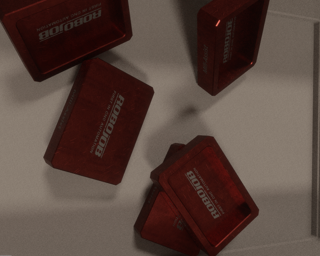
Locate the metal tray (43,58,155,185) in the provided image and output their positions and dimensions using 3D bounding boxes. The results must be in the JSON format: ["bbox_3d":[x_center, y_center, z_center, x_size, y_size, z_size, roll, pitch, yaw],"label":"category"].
[{"bbox_3d":[-0.069,-0.006,0.370,0.090,0.030,0.130,25,81,-35],"label":"metal tray"}]

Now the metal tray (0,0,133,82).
[{"bbox_3d":[-0.097,-0.116,0.341,0.131,0.090,0.030,-31,60,-18],"label":"metal tray"}]

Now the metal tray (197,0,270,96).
[{"bbox_3d":[0.091,-0.111,0.396,0.090,0.130,0.030,-38,61,-16],"label":"metal tray"}]

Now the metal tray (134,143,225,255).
[{"bbox_3d":[0.033,0.096,0.422,0.090,0.030,0.130,28,81,-18],"label":"metal tray"}]

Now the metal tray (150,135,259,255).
[{"bbox_3d":[0.060,0.085,0.398,0.090,0.030,0.130,-37,102,-17],"label":"metal tray"}]
